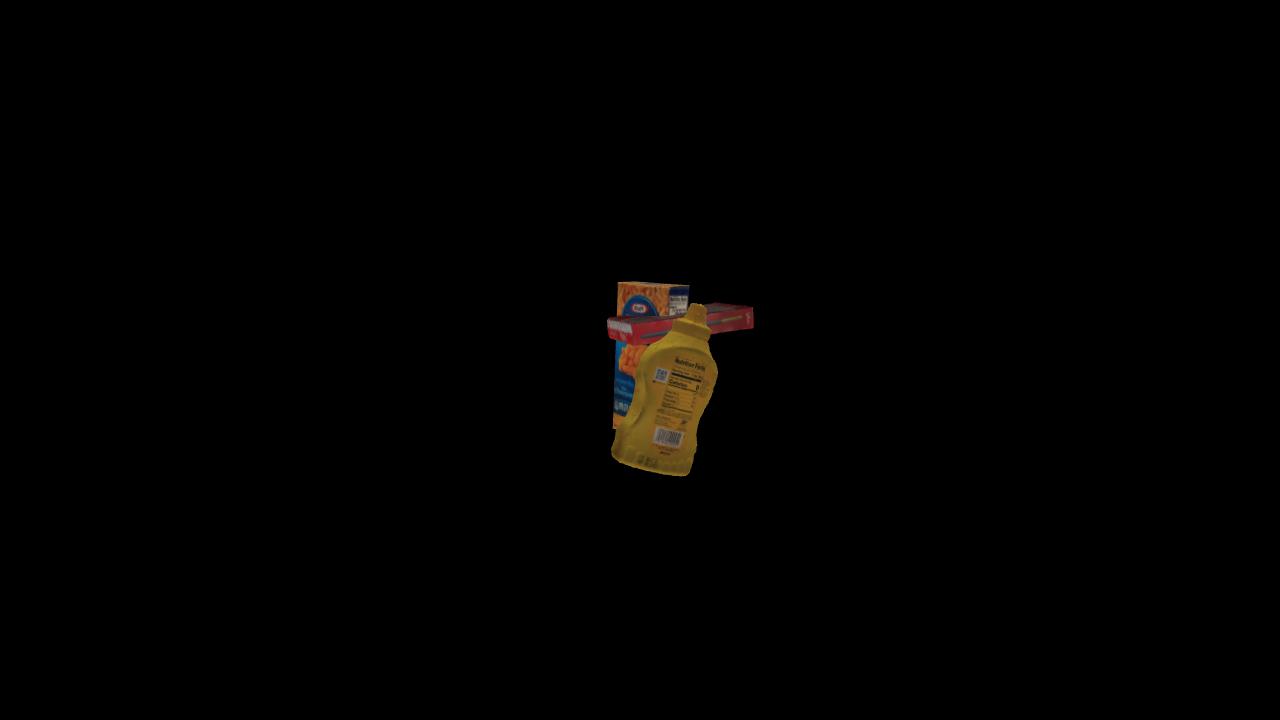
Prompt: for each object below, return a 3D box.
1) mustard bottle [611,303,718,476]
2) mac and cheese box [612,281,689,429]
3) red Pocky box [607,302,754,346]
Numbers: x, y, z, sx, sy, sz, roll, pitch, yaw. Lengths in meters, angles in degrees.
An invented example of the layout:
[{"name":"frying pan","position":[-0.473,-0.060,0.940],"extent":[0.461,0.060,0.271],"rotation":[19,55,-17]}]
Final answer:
[{"name":"mustard bottle","position":[0.037,0.028,0.658],"extent":[0.092,0.184,0.054],"rotation":[16,3,-17]},{"name":"mac and cheese box","position":[0.011,0.001,0.736],"extent":[0.041,0.184,0.093],"rotation":[-6,12,-41]},{"name":"red Pocky box","position":[0.047,-0.043,0.720],"extent":[0.155,0.028,0.083],"rotation":[-9,11,-21]}]
